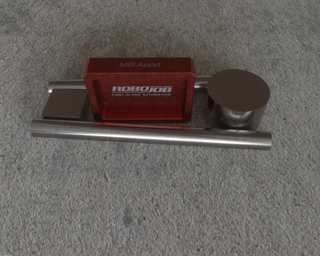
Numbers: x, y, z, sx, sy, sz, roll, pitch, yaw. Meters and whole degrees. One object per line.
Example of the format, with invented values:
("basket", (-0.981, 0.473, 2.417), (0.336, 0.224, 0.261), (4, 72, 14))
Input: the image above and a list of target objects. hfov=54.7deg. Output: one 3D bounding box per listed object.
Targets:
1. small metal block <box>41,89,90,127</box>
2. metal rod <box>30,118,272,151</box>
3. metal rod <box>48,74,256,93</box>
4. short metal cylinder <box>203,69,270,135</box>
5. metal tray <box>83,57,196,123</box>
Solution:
("small metal block", (-0.127, -0.027, 0.427), (0.050, 0.025, 0.050), (3, 50, 3))
("metal rod", (-0.013, 0.008, 0.398), (0.302, 0.025, 0.025), (3, 50, 2))
("metal rod", (-0.008, -0.062, 0.457), (0.302, 0.025, 0.025), (-2, 50, -2))
("short metal cylinder", (0.101, -0.034, 0.417), (0.081, 0.050, 0.080), (0, 50, 0))
("metal tray", (-0.024, -0.046, 0.399), (0.131, 0.090, 0.030), (0, 50, 0))
